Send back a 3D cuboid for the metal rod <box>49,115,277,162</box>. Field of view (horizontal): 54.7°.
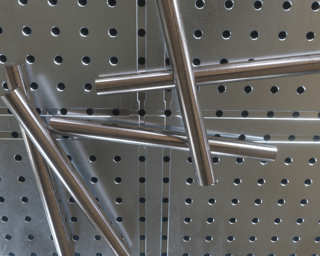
[{"bbox_3d":[0.007,0.015,0.419,0.302,0.025,0.025,8,110,-4],"label":"metal rod"}]

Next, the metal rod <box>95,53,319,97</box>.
[{"bbox_3d":[0.071,-0.067,0.389,0.302,0.025,0.025,-6,110,1],"label":"metal rod"}]

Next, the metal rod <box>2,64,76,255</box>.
[{"bbox_3d":[-0.163,0.061,0.433,0.025,0.025,0.298,-7,110,2],"label":"metal rod"}]

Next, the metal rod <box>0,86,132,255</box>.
[{"bbox_3d":[-0.117,0.079,0.426,0.025,0.025,0.299,-23,114,8],"label":"metal rod"}]

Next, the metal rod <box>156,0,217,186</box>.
[{"bbox_3d":[0.025,-0.075,0.361,0.025,0.025,0.298,-13,101,4],"label":"metal rod"}]
